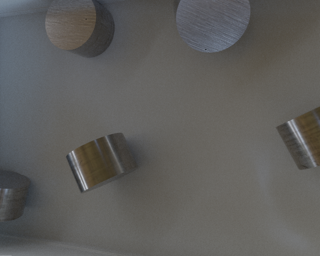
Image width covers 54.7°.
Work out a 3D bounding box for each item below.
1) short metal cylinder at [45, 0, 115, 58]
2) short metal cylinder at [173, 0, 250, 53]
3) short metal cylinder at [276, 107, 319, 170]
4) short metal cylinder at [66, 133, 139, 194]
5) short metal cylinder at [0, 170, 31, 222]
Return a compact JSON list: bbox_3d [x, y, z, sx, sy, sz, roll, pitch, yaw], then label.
[{"bbox_3d":[-0.112,-0.144,0.437,0.080,0.050,0.080,0,90,20],"label":"short metal cylinder"},{"bbox_3d":[0.057,-0.134,0.356,0.081,0.050,0.079,-1,126,-1],"label":"short metal cylinder"},{"bbox_3d":[0.170,0.003,0.321,0.080,0.080,0.050,-28,81,18],"label":"short metal cylinder"},{"bbox_3d":[-0.075,0.046,0.408,0.080,0.080,0.050,-28,81,18],"label":"short metal cylinder"},{"bbox_3d":[-0.244,0.100,0.467,0.080,0.080,0.050,16,96,19],"label":"short metal cylinder"}]
